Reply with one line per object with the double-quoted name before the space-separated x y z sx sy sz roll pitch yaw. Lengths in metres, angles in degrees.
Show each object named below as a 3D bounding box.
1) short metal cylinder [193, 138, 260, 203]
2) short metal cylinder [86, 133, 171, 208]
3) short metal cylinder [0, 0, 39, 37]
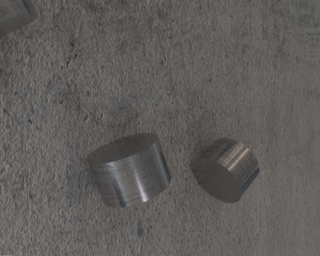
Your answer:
"short metal cylinder" 0.095 0.061 0.448 0.050 0.080 0.080 -40 115 -33
"short metal cylinder" -0.033 0.044 0.341 0.081 0.080 0.050 -28 108 -36
"short metal cylinder" -0.147 -0.099 0.245 0.080 0.080 0.050 -36 113 -34
